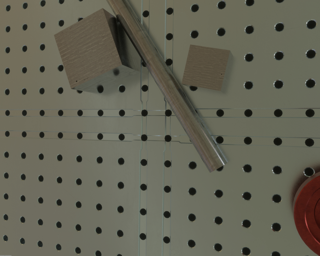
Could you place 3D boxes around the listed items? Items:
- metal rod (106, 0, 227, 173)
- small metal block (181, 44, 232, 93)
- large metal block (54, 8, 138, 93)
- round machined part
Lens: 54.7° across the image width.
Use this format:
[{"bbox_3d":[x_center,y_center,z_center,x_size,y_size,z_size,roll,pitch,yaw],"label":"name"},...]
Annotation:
[{"bbox_3d":[-0.001,-0.077,0.412,0.025,0.025,0.299,-33,80,17],"label":"metal rod"},{"bbox_3d":[0.060,-0.074,0.391,0.050,0.025,0.050,14,95,19],"label":"small metal block"},{"bbox_3d":[-0.088,-0.103,0.429,0.080,0.050,0.080,-21,83,18],"label":"large metal block"},{"bbox_3d":[0.197,0.092,0.335,0.098,0.042,0.097,0,90,19],"label":"round machined part"}]
